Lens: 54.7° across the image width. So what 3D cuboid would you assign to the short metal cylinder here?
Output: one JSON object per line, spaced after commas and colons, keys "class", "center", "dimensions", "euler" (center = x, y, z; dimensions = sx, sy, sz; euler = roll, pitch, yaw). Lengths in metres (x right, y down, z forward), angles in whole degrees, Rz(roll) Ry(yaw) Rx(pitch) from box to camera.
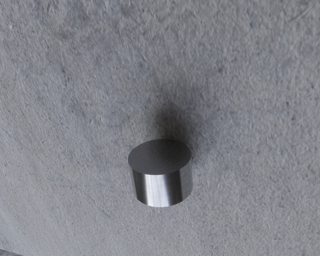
{"class": "short metal cylinder", "center": [0.002, 0.056, 0.404], "dimensions": [0.080, 0.080, 0.050], "euler": [8, 122, 24]}
